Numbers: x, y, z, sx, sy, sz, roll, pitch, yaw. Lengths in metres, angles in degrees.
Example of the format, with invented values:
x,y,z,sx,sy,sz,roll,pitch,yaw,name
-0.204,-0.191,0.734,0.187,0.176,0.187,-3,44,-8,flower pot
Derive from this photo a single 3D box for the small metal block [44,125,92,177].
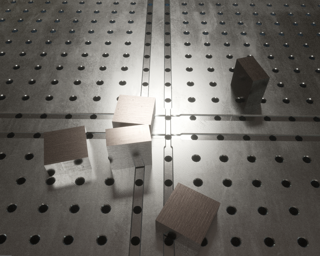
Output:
x,y,z,sx,sy,sz,roll,pitch,yaw,name
-0.114,0.028,0.383,0.050,0.025,0.050,-10,51,-9,small metal block

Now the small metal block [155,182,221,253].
x,y,z,sx,sy,sz,roll,pitch,yaw,name
0.030,0.094,0.329,0.050,0.025,0.050,24,54,18,small metal block

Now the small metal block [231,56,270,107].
x,y,z,sx,sy,sz,roll,pitch,yaw,name
0.129,-0.068,0.450,0.025,0.050,0.050,-13,51,-11,small metal block

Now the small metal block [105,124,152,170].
x,y,z,sx,sy,sz,roll,pitch,yaw,name
-0.036,0.024,0.371,0.050,0.050,0.025,-7,51,-6,small metal block

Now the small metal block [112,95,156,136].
x,y,z,sx,sy,sz,roll,pitch,yaw,name
-0.034,-0.017,0.422,0.050,0.025,0.050,5,50,4,small metal block
